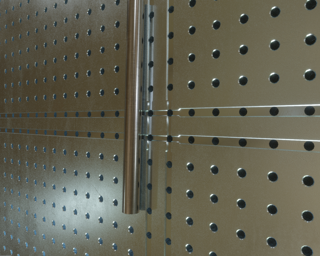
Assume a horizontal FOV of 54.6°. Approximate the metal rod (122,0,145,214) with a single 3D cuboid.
[{"bbox_3d":[-0.038,-0.029,0.441,0.025,0.025,0.298,3,92,40],"label":"metal rod"}]
